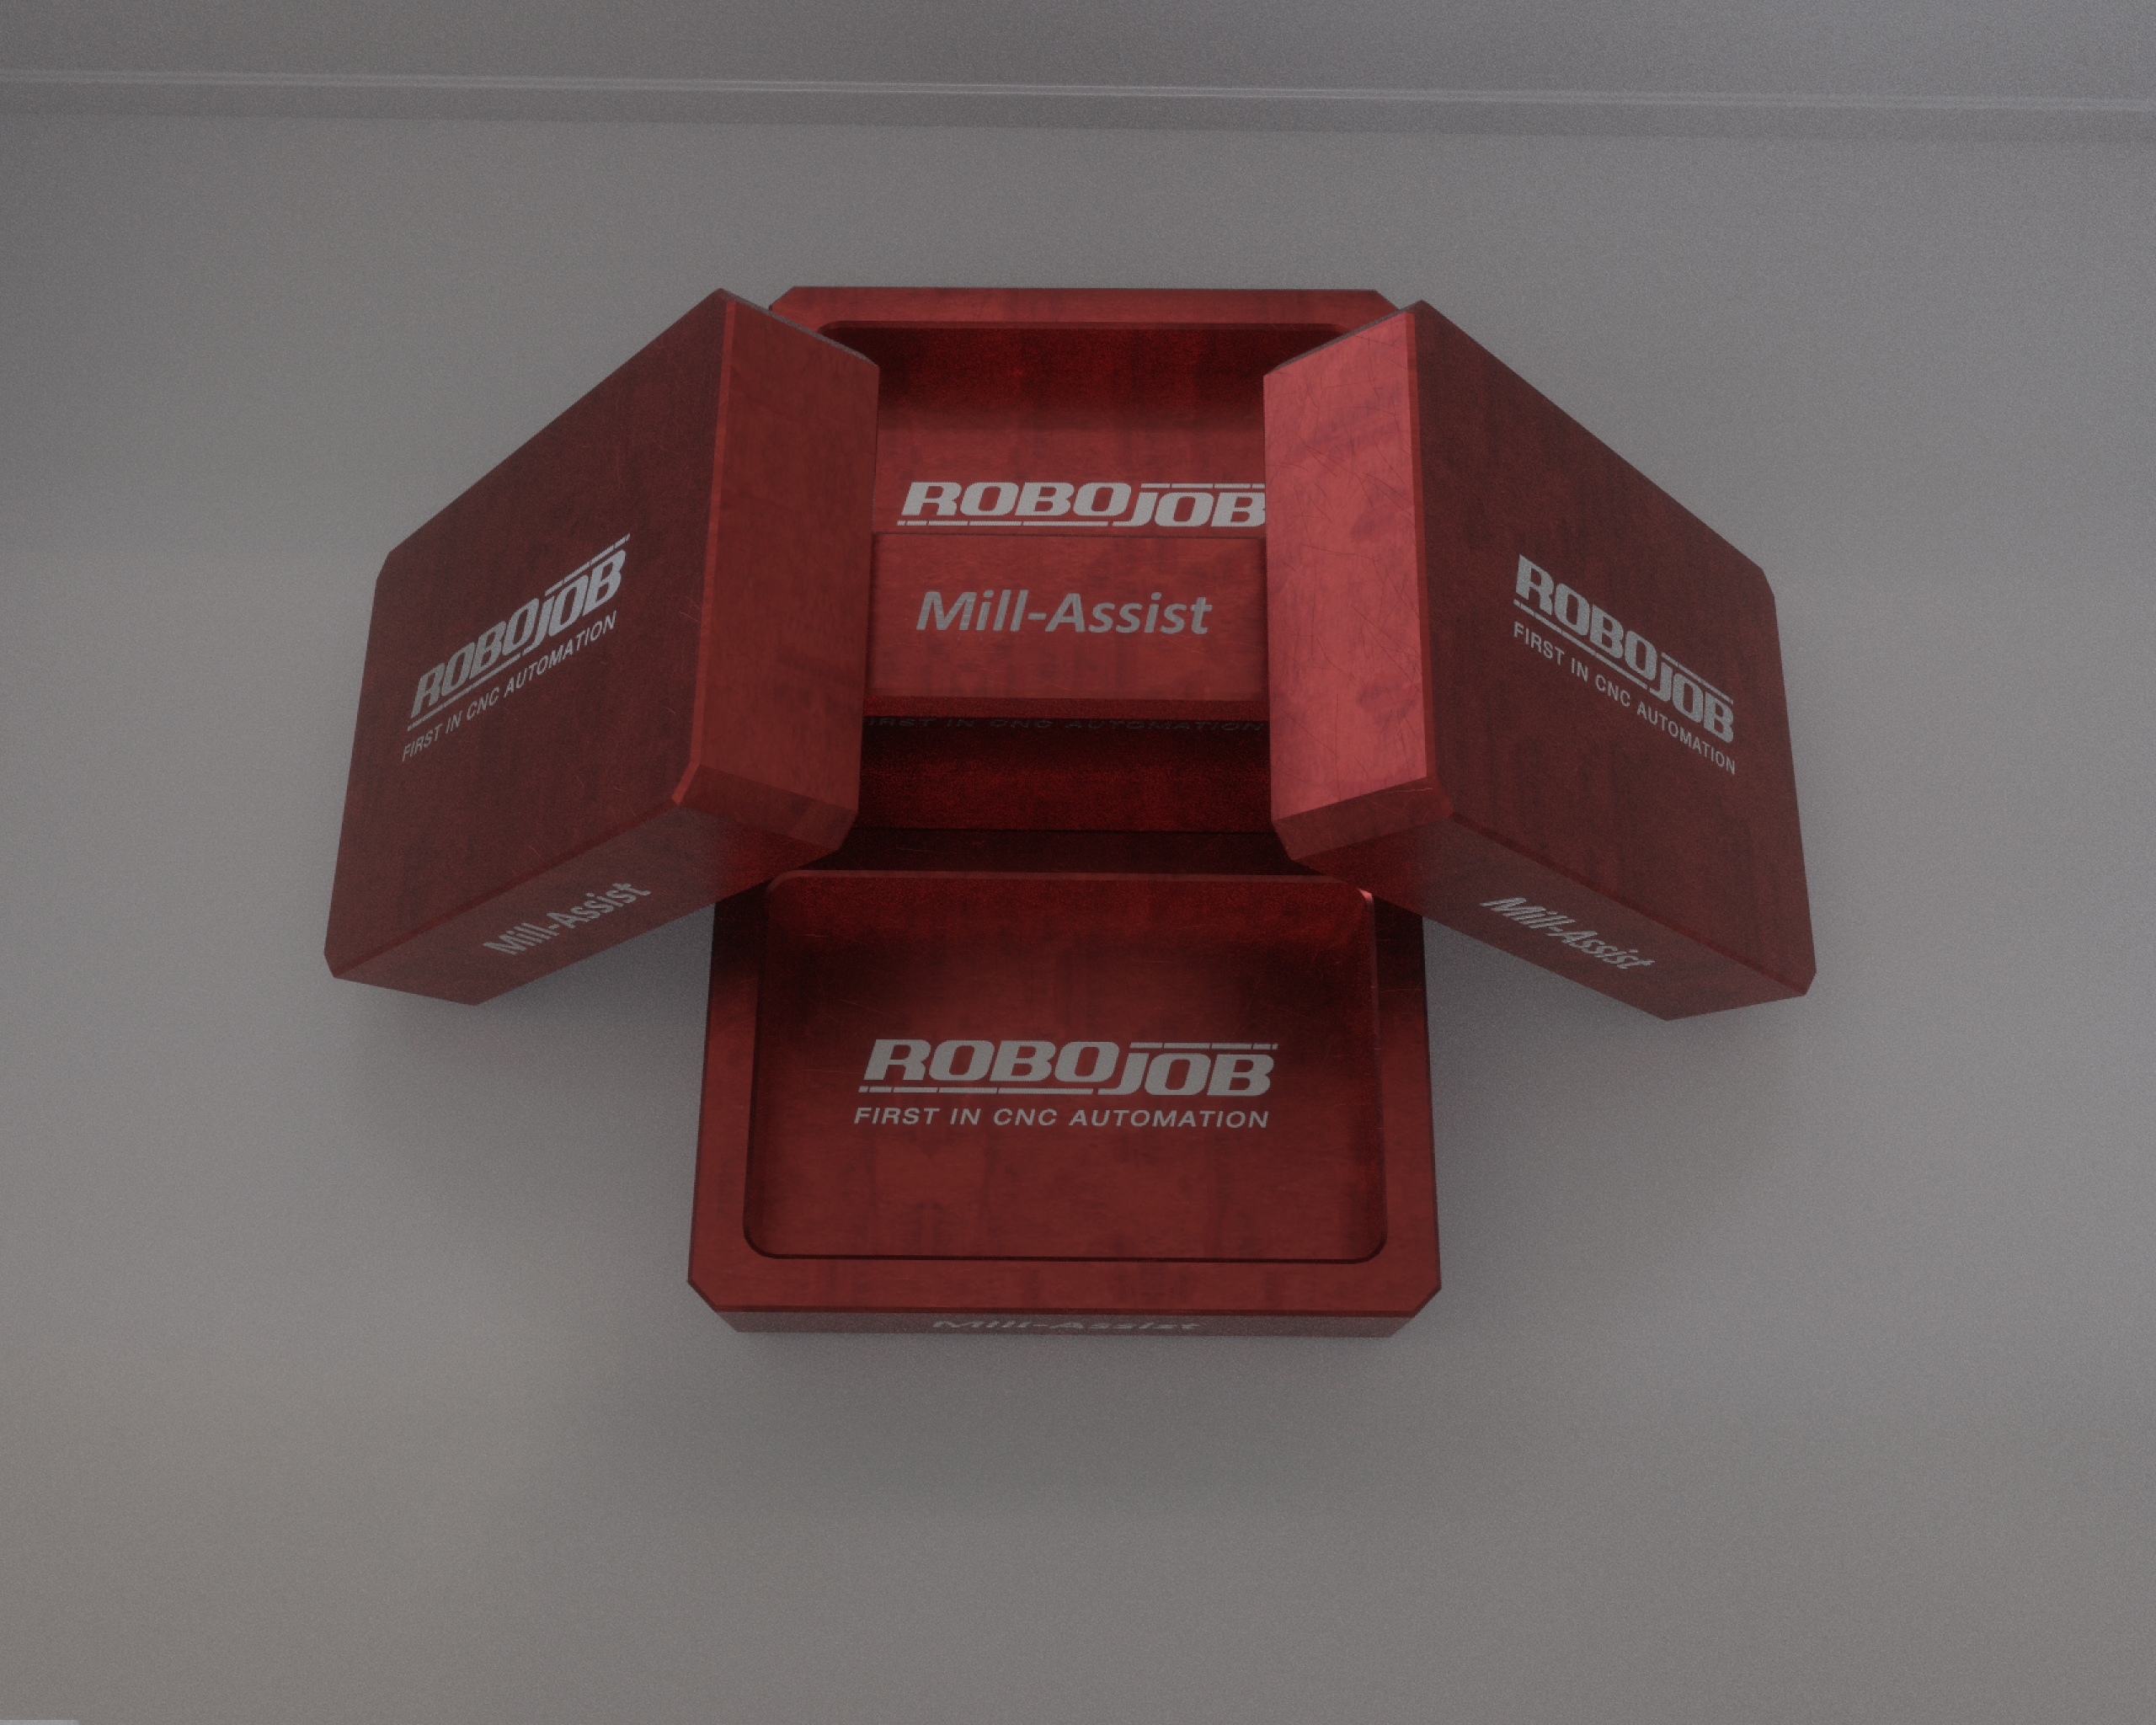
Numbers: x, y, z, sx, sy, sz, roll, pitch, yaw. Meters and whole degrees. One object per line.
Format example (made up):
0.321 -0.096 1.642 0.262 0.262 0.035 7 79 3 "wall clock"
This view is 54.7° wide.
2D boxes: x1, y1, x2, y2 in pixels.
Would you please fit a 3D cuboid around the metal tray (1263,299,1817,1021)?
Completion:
0.085 -0.030 0.370 0.030 0.131 0.090 -17 64 40 "metal tray"

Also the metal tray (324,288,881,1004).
-0.087 -0.032 0.370 0.030 0.130 0.090 18 64 -39 "metal tray"

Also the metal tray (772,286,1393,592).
0.002 -0.073 0.431 0.131 0.030 0.090 0 70 -1 "metal tray"

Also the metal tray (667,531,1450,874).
-0.003 -0.026 0.383 0.131 0.090 0.030 1 70 -1 "metal tray"

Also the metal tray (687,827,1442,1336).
-0.002 0.041 0.388 0.131 0.030 0.090 1 70 -1 "metal tray"
